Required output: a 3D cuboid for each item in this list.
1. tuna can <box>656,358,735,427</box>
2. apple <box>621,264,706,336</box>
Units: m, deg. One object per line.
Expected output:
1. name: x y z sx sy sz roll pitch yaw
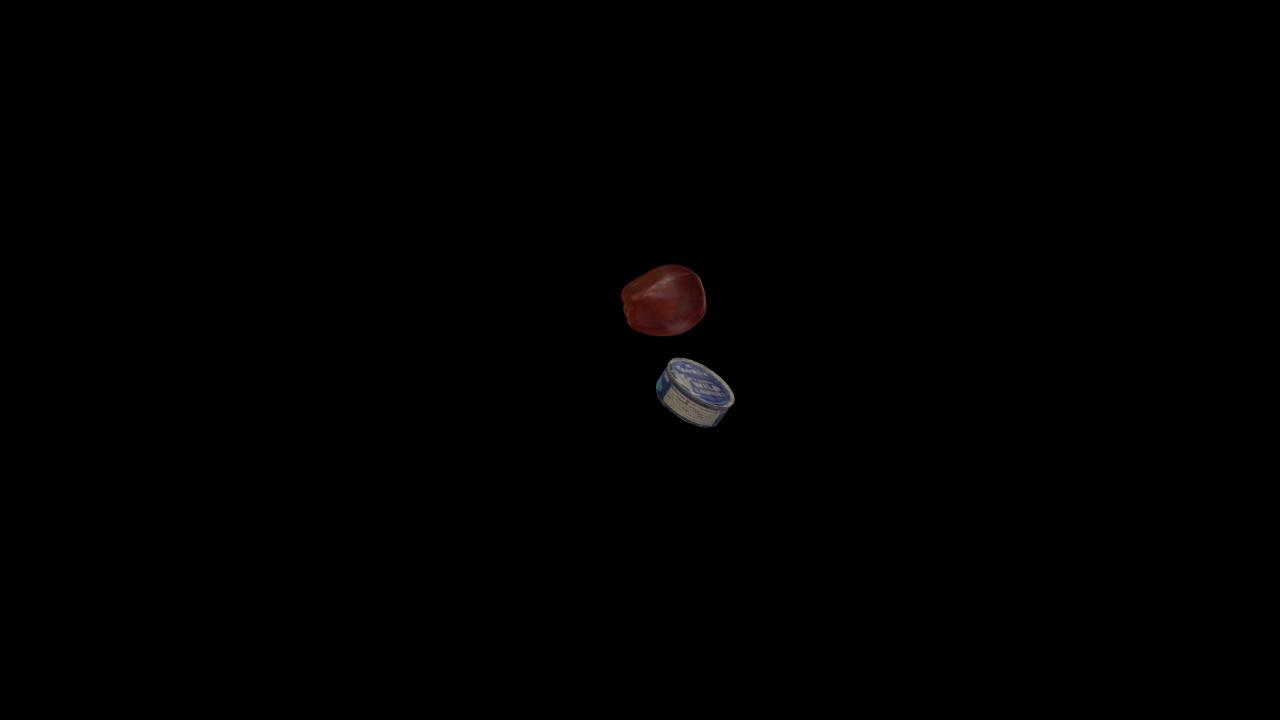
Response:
1. tuna can: 0.060 0.036 0.680 0.084 0.034 0.084 25 26 -13
2. apple: 0.029 -0.063 0.669 0.093 0.079 0.079 -16 2 -7
